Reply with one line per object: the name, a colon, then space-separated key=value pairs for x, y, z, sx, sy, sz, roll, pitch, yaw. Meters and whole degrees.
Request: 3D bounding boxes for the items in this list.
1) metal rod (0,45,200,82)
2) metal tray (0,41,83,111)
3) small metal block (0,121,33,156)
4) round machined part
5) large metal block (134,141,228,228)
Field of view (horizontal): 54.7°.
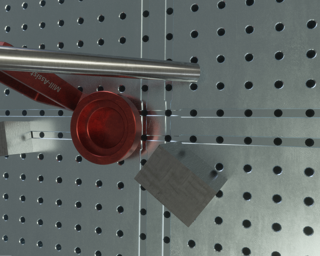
metal rod: x=-0.095 y=-0.072 z=0.345 sx=0.303 sy=0.025 sz=0.025 roll=0 pitch=90 yaw=-21
metal tray: x=-0.178 y=-0.067 z=0.408 sx=0.090 sy=0.130 sz=0.030 roll=14 pitch=77 yaw=31
small metal block: x=-0.227 y=0.016 z=0.477 sx=0.025 sy=0.050 sz=0.050 roll=-10 pitch=87 yaw=19
round machined part: x=-0.070 y=0.000 z=0.427 sx=0.098 sy=0.042 sz=0.097 roll=0 pitch=90 yaw=19
large metal block: x=0.028 y=0.062 z=0.373 sx=0.080 sy=0.080 sz=0.050 roll=39 pitch=102 yaw=15
